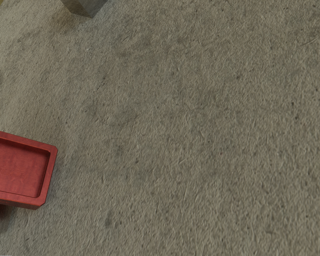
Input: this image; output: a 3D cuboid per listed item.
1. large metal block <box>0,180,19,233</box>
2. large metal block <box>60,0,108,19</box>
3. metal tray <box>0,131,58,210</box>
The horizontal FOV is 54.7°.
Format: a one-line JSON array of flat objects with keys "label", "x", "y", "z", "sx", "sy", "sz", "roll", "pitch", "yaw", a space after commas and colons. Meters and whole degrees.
[{"label": "large metal block", "x": -0.258, "y": 0.102, "z": 0.436, "sx": 0.050, "sy": 0.080, "sz": 0.080, "roll": -22, "pitch": 53, "yaw": 28}, {"label": "large metal block", "x": -0.153, "y": -0.280, "z": 0.640, "sx": 0.080, "sy": 0.050, "sz": 0.080, "roll": 27, "pitch": 76, "yaw": 37}, {"label": "metal tray", "x": -0.216, "y": 0.053, "z": 0.420, "sx": 0.030, "sy": 0.131, "sz": 0.090, "roll": -37, "pitch": 42, "yaw": 48}]
